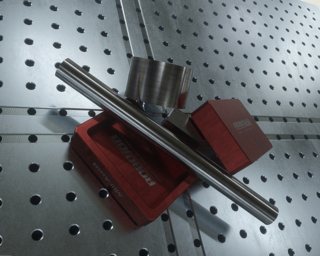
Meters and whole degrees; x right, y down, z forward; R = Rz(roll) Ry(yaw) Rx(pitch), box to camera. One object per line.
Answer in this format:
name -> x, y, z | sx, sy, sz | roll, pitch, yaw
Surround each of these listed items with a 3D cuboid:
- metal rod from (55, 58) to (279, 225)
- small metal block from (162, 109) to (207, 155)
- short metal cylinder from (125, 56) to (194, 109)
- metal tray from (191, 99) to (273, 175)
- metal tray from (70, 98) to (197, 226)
metal rod -> 0.012, 0.019, 0.360 | 0.301, 0.025, 0.025 | 36, 51, -5
small metal block -> 0.024, 0.008, 0.394 | 0.050, 0.050, 0.025 | 35, 51, -5
short metal cylinder -> -0.001, -0.058, 0.395 | 0.081, 0.080, 0.050 | 8, 100, -24
metal tray -> 0.102, 0.005, 0.419 | 0.090, 0.030, 0.131 | 57, 28, 13
metal tray -> -0.028, 0.035, 0.363 | 0.130, 0.030, 0.091 | 49, 51, 6
